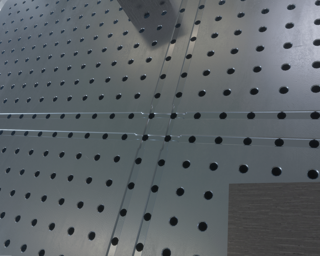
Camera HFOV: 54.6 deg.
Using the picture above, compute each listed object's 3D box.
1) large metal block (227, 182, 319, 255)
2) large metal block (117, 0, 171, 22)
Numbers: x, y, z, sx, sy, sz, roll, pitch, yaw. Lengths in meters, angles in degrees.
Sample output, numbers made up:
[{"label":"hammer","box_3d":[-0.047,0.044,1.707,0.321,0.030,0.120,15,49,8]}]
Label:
[{"label":"large metal block","box_3d":[0.107,0.096,0.278,0.080,0.050,0.080,-6,59,25]},{"label":"large metal block","box_3d":[-0.036,-0.248,0.545,0.080,0.080,0.050,-18,55,18]}]
